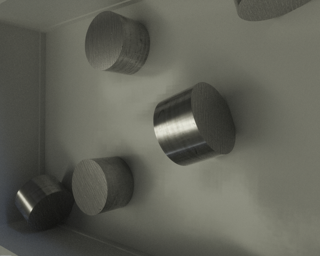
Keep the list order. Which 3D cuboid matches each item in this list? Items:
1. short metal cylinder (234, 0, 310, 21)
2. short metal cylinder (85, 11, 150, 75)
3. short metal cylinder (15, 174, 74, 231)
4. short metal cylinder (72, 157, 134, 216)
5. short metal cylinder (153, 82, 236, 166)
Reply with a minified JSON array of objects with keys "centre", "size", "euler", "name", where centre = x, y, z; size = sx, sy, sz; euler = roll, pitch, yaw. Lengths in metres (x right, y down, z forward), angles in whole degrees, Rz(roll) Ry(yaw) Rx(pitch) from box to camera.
[{"centre":[0.104,-0.142,0.284],"size":[0.080,0.081,0.050],"euler":[-21,77,38],"name":"short metal cylinder"},{"centre":[-0.061,-0.118,0.438],"size":[0.080,0.050,0.079],"euler":[0,90,39],"name":"short metal cylinder"},{"centre":[-0.197,0.127,0.530],"size":[0.050,0.081,0.079],"euler":[34,111,34],"name":"short metal cylinder"},{"centre":[-0.085,0.084,0.458],"size":[0.080,0.050,0.079],"euler":[0,90,39],"name":"short metal cylinder"},{"centre":[0.039,-0.003,0.338],"size":[0.050,0.081,0.080],"euler":[-23,76,37],"name":"short metal cylinder"}]
